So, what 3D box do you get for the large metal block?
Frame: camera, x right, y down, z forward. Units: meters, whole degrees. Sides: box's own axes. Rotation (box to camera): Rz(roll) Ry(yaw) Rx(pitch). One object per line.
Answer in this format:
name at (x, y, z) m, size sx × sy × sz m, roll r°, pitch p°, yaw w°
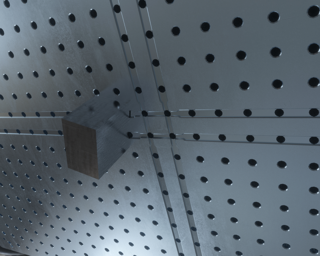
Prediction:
large metal block at (-0.084, 0.009, 0.427) m, size 0.050 × 0.080 × 0.079 m, roll 17°, pitch 125°, yaw 18°
